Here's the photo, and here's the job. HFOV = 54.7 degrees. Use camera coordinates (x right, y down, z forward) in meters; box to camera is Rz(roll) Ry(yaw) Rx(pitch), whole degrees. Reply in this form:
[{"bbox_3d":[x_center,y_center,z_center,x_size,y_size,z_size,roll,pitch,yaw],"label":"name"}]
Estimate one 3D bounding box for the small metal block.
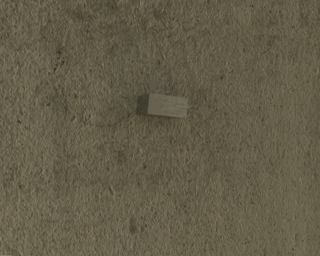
[{"bbox_3d":[0.001,-0.027,0.398,0.050,0.050,0.025,6,88,-20],"label":"small metal block"}]
